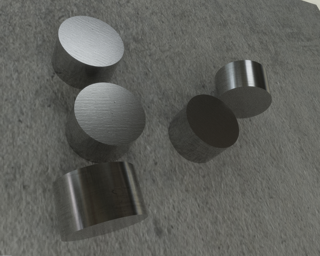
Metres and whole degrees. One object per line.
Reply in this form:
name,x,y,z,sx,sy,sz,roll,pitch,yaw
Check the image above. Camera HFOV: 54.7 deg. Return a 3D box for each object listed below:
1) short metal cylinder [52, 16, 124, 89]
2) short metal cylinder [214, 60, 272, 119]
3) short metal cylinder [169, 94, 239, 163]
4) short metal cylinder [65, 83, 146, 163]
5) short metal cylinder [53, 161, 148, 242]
short metal cylinder,-0.093,-0.095,0.397,0.081,0.050,0.080,14,56,-21
short metal cylinder,0.125,-0.057,0.473,0.081,0.080,0.050,16,55,-20
short metal cylinder,0.059,0.001,0.420,0.081,0.050,0.080,14,56,-21
short metal cylinder,-0.063,-0.005,0.358,0.081,0.050,0.080,14,56,-21
short metal cylinder,-0.057,0.071,0.296,0.081,0.080,0.050,-4,64,-30
